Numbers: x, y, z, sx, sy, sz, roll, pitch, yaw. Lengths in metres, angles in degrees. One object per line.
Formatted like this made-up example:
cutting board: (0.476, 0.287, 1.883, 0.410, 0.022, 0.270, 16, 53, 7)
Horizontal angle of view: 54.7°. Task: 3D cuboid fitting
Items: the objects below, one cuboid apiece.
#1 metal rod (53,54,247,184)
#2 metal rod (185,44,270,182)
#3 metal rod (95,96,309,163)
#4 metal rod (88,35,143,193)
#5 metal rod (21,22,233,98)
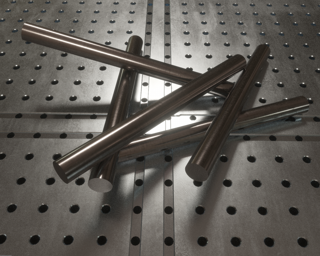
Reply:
metal rod: (0.012, -0.027, 0.374, 0.025, 0.025, 0.302, 37, 52, 27)
metal rod: (0.104, -0.042, 0.415, 0.025, 0.025, 0.301, 22, 44, 17)
metal rod: (0.059, 0.003, 0.406, 0.302, 0.025, 0.025, -14, 52, -12)
metal rod: (-0.051, -0.045, 0.423, 0.025, 0.025, 0.300, 3, 44, 2)
metal rod: (-0.039, -0.093, 0.439, 0.302, 0.025, 0.025, 15, 50, -6)
